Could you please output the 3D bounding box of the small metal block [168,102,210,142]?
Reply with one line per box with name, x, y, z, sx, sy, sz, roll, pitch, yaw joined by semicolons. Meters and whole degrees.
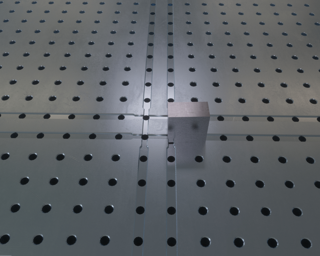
small metal block;0.035;-0.007;0.398;0.050;0.050;0.025;-1;50;-1
